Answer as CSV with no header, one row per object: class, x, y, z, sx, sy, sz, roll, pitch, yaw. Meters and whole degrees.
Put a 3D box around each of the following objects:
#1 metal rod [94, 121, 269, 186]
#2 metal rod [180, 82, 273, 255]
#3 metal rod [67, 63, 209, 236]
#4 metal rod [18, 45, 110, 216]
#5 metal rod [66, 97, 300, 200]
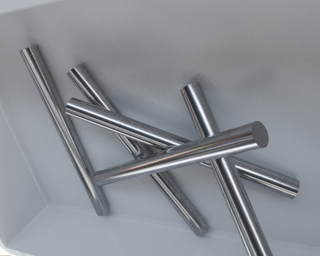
metal rod,-0.003,0.043,0.388,0.299,0.025,0.025,-22,107,48
metal rod,0.089,0.089,0.339,0.025,0.025,0.299,-28,79,37
metal rod,-0.026,0.037,0.443,0.025,0.025,0.300,-30,102,37
metal rod,-0.143,0.018,0.492,0.025,0.025,0.298,-4,117,30
metal rod,0.021,0.022,0.391,0.301,0.025,0.025,20,126,8
